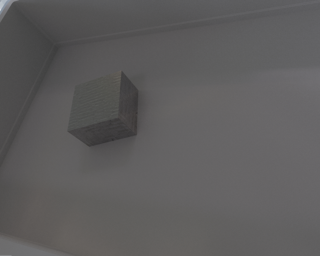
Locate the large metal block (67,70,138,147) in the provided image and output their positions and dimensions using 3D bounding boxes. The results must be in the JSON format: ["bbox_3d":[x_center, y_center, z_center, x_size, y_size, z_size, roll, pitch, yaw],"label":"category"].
[{"bbox_3d":[-0.080,-0.027,0.449,0.080,0.050,0.080,-14,56,20],"label":"large metal block"}]
